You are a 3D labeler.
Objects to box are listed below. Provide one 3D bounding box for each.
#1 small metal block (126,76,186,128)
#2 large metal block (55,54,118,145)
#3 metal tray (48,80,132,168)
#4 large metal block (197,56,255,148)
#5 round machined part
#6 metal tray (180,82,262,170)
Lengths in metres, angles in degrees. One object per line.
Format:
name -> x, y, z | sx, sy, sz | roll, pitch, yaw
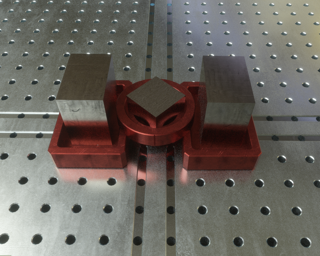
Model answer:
small metal block -> -0.005, -0.031, 0.381 | 0.050, 0.025, 0.050 | 37, 59, 27
large metal block -> -0.084, -0.035, 0.383 | 0.050, 0.080, 0.080 | 1, 50, 1
metal tray -> -0.085, -0.010, 0.411 | 0.091, 0.030, 0.130 | 1, 50, 0
large metal block -> 0.076, -0.032, 0.381 | 0.050, 0.080, 0.080 | 1, 50, 1
round machined part -> -0.005, -0.016, 0.398 | 0.099, 0.042, 0.098 | 0, 50, 0
metal tray -> 0.074, -0.008, 0.410 | 0.091, 0.030, 0.130 | 0, 50, 0
